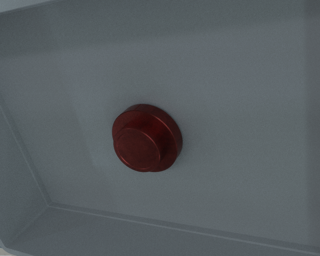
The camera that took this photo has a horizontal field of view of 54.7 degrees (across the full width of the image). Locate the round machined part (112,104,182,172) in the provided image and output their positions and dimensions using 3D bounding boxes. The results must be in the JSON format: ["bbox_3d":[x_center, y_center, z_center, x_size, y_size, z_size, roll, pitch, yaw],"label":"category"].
[{"bbox_3d":[-0.023,0.020,0.416,0.098,0.042,0.097,13,124,20],"label":"round machined part"}]
